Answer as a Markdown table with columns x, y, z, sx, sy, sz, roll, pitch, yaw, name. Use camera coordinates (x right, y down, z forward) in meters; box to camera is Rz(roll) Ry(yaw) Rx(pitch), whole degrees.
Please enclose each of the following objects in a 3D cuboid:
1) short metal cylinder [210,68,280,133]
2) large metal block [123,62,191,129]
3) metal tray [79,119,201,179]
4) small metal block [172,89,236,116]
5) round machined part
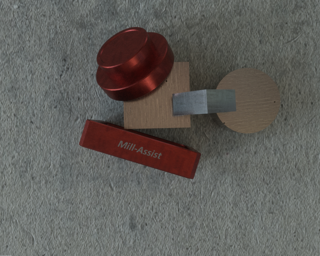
| x | y | z | sx | sy | sz | roll | pitch | yaw | name |
| --- | --- | --- | --- | --- | --- | --- | --- | --- | --- |
| 0.106 | -0.033 | 0.400 | 0.081 | 0.050 | 0.080 | 0 | 90 | 0 | short metal cylinder |
| -0.004 | -0.040 | 0.400 | 0.081 | 0.050 | 0.080 | -1 | 90 | 0 | large metal block |
| -0.022 | 0.023 | 0.378 | 0.131 | 0.090 | 0.030 | 17 | 90 | 0 | metal tray |
| 0.051 | -0.029 | 0.353 | 0.050 | 0.050 | 0.025 | -6 | 94 | -41 | small metal block |
| -0.036 | -0.083 | 0.374 | 0.098 | 0.098 | 0.042 | -36 | 134 | 0 | round machined part |
